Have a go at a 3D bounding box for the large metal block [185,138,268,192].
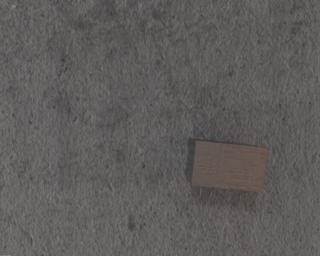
[{"bbox_3d":[0.077,0.043,0.384,0.081,0.080,0.050,6,90,-1],"label":"large metal block"}]
